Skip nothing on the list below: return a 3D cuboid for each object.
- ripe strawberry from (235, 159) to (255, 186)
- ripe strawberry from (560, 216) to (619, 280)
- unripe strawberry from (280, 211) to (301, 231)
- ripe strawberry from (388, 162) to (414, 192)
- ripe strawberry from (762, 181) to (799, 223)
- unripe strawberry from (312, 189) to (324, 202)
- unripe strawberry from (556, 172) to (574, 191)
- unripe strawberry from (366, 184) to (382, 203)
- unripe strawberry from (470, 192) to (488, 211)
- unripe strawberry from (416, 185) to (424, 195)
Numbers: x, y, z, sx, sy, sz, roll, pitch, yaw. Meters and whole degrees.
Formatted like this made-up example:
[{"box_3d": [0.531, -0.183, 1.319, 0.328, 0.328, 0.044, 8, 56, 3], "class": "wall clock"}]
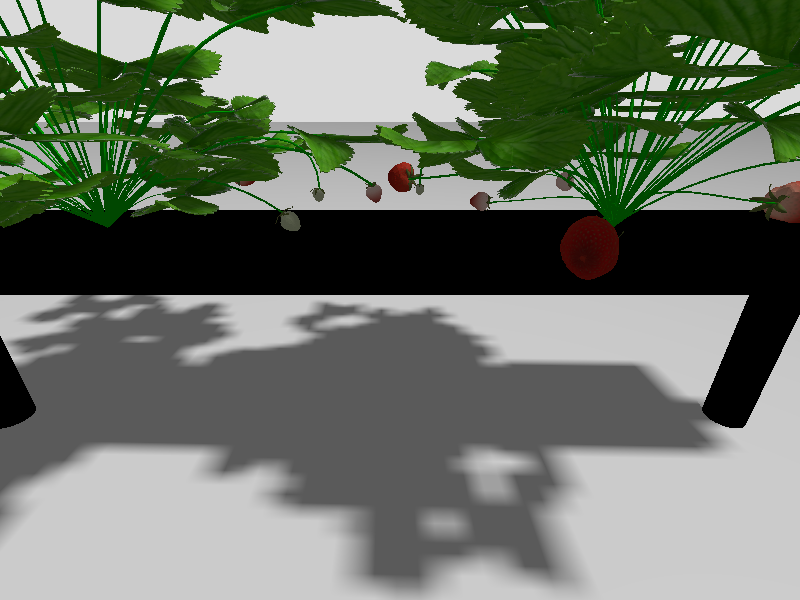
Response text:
[{"box_3d": [-0.208, -0.172, 0.538, 0.038, 0.034, 0.035, 6, 26, 13], "class": "ripe strawberry"}, {"box_3d": [0.113, -0.030, 0.240, 0.033, 0.038, 0.036, 15, 30, 29], "class": "ripe strawberry"}, {"box_3d": [-0.093, -0.067, 0.343, 0.016, 0.018, 0.018, -38, 17, 20], "class": "unripe strawberry"}, {"box_3d": [0.001, -0.153, 0.498, 0.034, 0.036, 0.031, 20, 32, 37], "class": "ripe strawberry"}, {"box_3d": [0.357, -0.088, 0.360, 0.043, 0.037, 0.043, -1, 26, -4], "class": "ripe strawberry"}, {"box_3d": [-0.092, -0.118, 0.451, 0.013, 0.014, 0.015, -15, 30, -29], "class": "unripe strawberry"}, {"box_3d": [0.210, -0.151, 0.512, 0.022, 0.024, 0.024, 3, 12, 6], "class": "unripe strawberry"}, {"box_3d": [-0.028, -0.120, 0.452, 0.019, 0.020, 0.018, -30, 33, -12], "class": "unripe strawberry"}, {"box_3d": [0.081, -0.101, 0.409, 0.019, 0.019, 0.021, 13, 29, 27], "class": "unripe strawberry"}, {"box_3d": [0.022, -0.125, 0.456, 0.010, 0.011, 0.011, 17, 30, 31], "class": "unripe strawberry"}]
